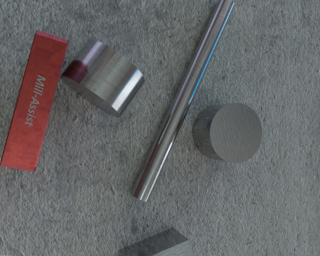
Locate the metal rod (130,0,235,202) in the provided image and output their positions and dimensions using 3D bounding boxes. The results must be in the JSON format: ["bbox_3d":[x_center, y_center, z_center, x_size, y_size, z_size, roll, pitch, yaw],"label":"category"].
[{"bbox_3d":[0.034,-0.044,0.421,0.025,0.025,0.299,27,81,-18],"label":"metal rod"}]

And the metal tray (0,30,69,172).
[{"bbox_3d":[-0.130,-0.026,0.326,0.030,0.090,0.129,15,85,-20],"label":"metal tray"}]

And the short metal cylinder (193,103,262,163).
[{"bbox_3d":[0.093,0.006,0.430,0.081,0.050,0.080,0,90,-20],"label":"short metal cylinder"}]

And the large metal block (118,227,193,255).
[{"bbox_3d":[0.000,0.187,0.396,0.081,0.050,0.080,-16,96,-19],"label":"large metal block"}]

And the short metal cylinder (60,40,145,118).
[{"bbox_3d":[-0.065,-0.055,0.356,0.080,0.080,0.050,36,79,-17],"label":"short metal cylinder"}]
